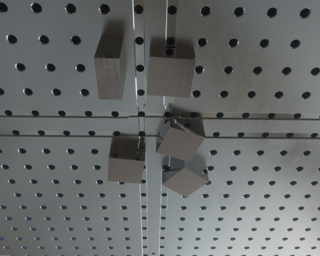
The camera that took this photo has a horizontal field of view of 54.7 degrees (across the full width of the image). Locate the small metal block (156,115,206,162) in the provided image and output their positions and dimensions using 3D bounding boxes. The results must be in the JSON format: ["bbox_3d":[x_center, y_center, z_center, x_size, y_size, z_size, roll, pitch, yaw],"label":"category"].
[{"bbox_3d":[0.027,0.015,0.425,0.050,0.025,0.050,16,128,-14],"label":"small metal block"}]

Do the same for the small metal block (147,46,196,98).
[{"bbox_3d":[0.012,-0.064,0.357,0.050,0.025,0.050,3,130,-4],"label":"small metal block"}]

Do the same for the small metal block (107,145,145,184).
[{"bbox_3d":[-0.050,0.055,0.458,0.050,0.025,0.050,6,130,-6],"label":"small metal block"}]

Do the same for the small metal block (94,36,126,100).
[{"bbox_3d":[-0.053,-0.066,0.339,0.025,0.050,0.050,1,130,-1],"label":"small metal block"}]

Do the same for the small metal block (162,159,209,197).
[{"bbox_3d":[0.038,0.075,0.477,0.050,0.025,0.050,33,123,-25],"label":"small metal block"}]
